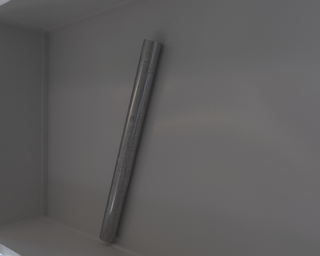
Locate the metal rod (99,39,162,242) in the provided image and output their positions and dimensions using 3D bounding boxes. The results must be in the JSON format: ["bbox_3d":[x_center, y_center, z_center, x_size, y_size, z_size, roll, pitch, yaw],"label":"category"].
[{"bbox_3d":[-0.045,0.026,0.445,0.025,0.025,0.298,23,104,38],"label":"metal rod"}]
